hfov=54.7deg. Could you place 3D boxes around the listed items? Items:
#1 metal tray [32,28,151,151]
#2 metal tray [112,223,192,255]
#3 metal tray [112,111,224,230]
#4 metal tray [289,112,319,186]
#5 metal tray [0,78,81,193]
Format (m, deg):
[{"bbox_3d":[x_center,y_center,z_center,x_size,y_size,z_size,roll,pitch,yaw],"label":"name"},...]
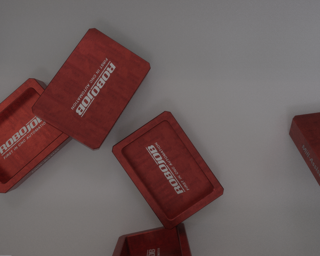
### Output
[{"bbox_3d":[-0.083,-0.048,0.389,0.090,0.030,0.130,32,77,-6],"label":"metal tray"},{"bbox_3d":[-0.009,0.153,0.359,0.091,0.130,0.030,-12,90,0],"label":"metal tray"},{"bbox_3d":[0.010,0.054,0.408,0.090,0.030,0.130,-35,90,0],"label":"metal tray"},{"bbox_3d":[0.224,0.032,0.367,0.091,0.130,0.030,-8,132,0],"label":"metal tray"},{"bbox_3d":[-0.181,0.010,0.407,0.130,0.030,0.090,-42,90,0],"label":"metal tray"}]
